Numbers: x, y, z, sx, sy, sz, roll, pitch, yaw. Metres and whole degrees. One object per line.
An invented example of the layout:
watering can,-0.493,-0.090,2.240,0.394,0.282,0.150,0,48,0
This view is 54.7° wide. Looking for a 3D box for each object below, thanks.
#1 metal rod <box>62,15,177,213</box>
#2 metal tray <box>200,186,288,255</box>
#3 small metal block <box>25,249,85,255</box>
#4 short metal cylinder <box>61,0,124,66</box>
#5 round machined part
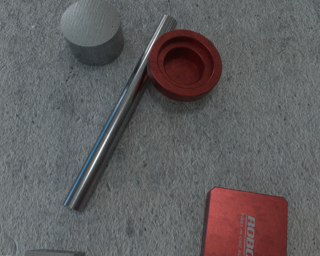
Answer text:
metal rod,-0.046,-0.032,0.419,0.025,0.025,0.300,22,71,8
metal tray,0.095,0.140,0.355,0.091,0.030,0.130,9,70,3
small metal block,-0.115,0.149,0.340,0.050,0.050,0.025,4,70,1
short metal cylinder,-0.094,-0.136,0.444,0.081,0.050,0.080,0,70,0
round machined part,0.031,-0.081,0.423,0.099,0.042,0.098,3,73,-10
